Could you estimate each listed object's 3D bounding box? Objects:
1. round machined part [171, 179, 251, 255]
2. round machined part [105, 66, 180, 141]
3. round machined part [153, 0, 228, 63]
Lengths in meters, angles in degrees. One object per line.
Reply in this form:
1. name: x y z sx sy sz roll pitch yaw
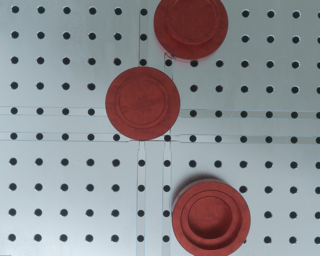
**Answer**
1. round machined part: 0.064 0.115 0.406 0.099 0.042 0.097 0 90 -1
2. round machined part: -0.022 -0.032 0.405 0.099 0.042 0.097 0 90 -1
3. round machined part: 0.041 -0.138 0.405 0.099 0.042 0.097 0 90 -1
